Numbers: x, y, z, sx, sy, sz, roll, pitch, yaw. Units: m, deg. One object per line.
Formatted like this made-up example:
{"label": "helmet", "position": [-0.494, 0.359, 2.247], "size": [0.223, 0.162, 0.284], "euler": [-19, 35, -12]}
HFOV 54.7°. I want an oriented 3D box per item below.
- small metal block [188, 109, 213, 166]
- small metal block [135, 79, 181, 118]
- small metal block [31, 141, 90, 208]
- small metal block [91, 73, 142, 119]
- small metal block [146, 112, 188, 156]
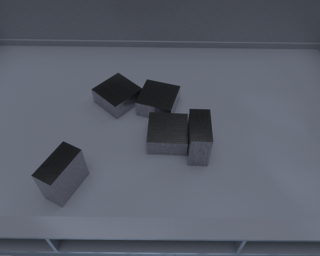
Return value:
{"label": "small metal block", "position": [0.048, 0.012, 0.379], "size": [0.025, 0.050, 0.050], "euler": [2, 50, 1]}
{"label": "small metal block", "position": [-0.002, -0.039, 0.438], "size": [0.050, 0.025, 0.050], "euler": [13, 51, 10]}
{"label": "small metal block", "position": [-0.108, 0.052, 0.344], "size": [0.025, 0.050, 0.050], "euler": [22, 53, 17]}
{"label": "small metal block", "position": [-0.061, -0.047, 0.444], "size": [0.050, 0.025, 0.050], "euler": [36, 58, 26]}
{"label": "small metal block", "position": [0.010, 0.007, 0.399], "size": [0.050, 0.025, 0.050], "euler": [3, 50, 1]}
